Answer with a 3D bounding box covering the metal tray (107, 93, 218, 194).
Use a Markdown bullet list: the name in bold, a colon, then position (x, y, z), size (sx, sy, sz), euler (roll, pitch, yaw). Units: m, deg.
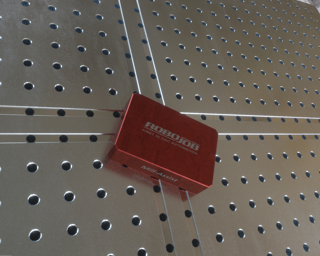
- **metal tray**: position (0.009, 0.020, 0.399), size (0.131, 0.030, 0.090), euler (24, 53, -14)
